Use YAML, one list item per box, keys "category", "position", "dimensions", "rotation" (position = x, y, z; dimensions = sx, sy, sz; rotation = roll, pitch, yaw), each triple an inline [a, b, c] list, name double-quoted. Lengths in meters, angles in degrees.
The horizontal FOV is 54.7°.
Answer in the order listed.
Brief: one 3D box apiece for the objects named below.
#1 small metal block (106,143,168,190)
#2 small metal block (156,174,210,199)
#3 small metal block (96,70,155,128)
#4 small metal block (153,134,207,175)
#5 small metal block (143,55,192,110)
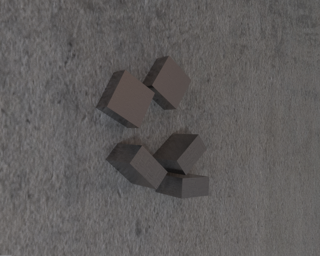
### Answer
- category: "small metal block"
  position: [-0.028, 0.045, 0.367]
  dimensions: [0.050, 0.050, 0.025]
  rotation: [49, 61, -29]
- category: "small metal block"
  position: [0.030, 0.076, 0.416]
  dimensions: [0.050, 0.050, 0.025]
  rotation: [5, 87, -40]
- category: "small metal block"
  position: [-0.040, -0.034, 0.372]
  dimensions: [0.050, 0.025, 0.050]
  rotation: [36, 68, -35]
- category: "small metal block"
  position: [0.025, 0.033, 0.412]
  dimensions: [0.050, 0.050, 0.025]
  rotation: [-47, 118, -30]
- category: "small metal block"
  position: [0.009, -0.059, 0.414]
  dimensions: [0.050, 0.025, 0.050]
  rotation: [42, 65, -32]
